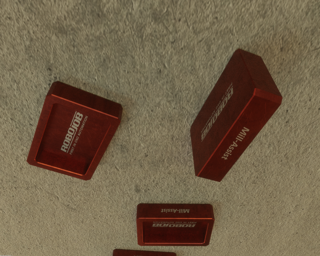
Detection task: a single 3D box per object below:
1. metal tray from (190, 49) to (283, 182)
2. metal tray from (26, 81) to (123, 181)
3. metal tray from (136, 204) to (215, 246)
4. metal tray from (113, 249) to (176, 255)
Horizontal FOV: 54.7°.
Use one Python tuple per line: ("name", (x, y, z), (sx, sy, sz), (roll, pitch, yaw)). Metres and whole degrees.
("metal tray", (0.078, -0.012, 0.354), (0.030, 0.090, 0.129), (16, 128, -13))
("metal tray", (-0.115, 0.010, 0.410), (0.091, 0.030, 0.129), (20, 127, -17))
("metal tray", (0.025, 0.174, 0.551), (0.131, 0.030, 0.089), (1, 130, -1))
("metal tray", (-0.036, 0.296, 0.655), (0.131, 0.030, 0.089), (5, 130, -5))
